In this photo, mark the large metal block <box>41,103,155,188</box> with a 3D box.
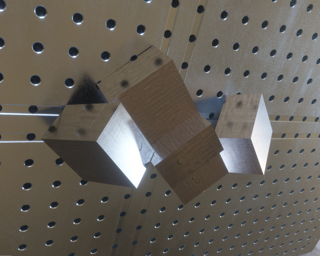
[{"bbox_3d":[-0.065,0.019,0.342,0.080,0.080,0.050,58,45,-39],"label":"large metal block"}]

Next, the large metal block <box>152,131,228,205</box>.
[{"bbox_3d":[0.041,0.051,0.448,0.080,0.050,0.080,-35,128,-5],"label":"large metal block"}]

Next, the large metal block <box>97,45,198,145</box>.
[{"bbox_3d":[-0.013,-0.035,0.365,0.080,0.050,0.080,-35,130,-3],"label":"large metal block"}]

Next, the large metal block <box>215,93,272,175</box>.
[{"bbox_3d":[0.120,0.009,0.438,0.080,0.050,0.080,58,44,-39],"label":"large metal block"}]

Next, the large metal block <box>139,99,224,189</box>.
[{"bbox_3d":[0.019,0.015,0.394,0.080,0.080,0.050,-36,131,-4],"label":"large metal block"}]
